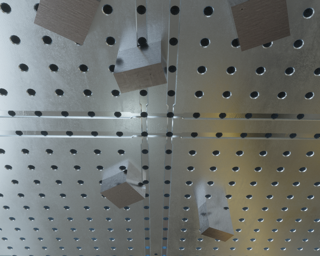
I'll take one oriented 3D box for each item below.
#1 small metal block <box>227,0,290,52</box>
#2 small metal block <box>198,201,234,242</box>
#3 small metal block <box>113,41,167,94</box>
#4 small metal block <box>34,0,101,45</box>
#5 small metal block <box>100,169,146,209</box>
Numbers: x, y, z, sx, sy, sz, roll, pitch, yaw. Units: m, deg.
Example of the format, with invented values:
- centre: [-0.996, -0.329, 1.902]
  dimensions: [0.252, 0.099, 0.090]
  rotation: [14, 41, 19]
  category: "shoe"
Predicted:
- centre: [0.101, -0.113, 0.316]
  dimensions: [0.050, 0.025, 0.050]
  rotation: [-17, 128, 13]
  category: "small metal block"
- centre: [0.095, 0.161, 0.532]
  dimensions: [0.050, 0.050, 0.025]
  rotation: [23, 126, -18]
  category: "small metal block"
- centre: [-0.020, -0.067, 0.338]
  dimensions: [0.050, 0.050, 0.025]
  rotation: [-11, 129, 9]
  category: "small metal block"
- centre: [-0.091, -0.119, 0.309]
  dimensions: [0.050, 0.025, 0.050]
  rotation: [22, 127, -18]
  category: "small metal block"
- centre: [-0.058, 0.098, 0.494]
  dimensions: [0.050, 0.025, 0.050]
  rotation: [-26, 126, 20]
  category: "small metal block"
